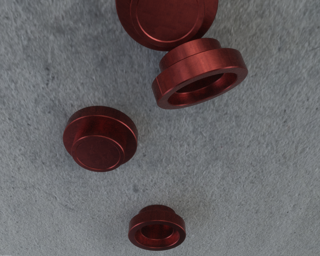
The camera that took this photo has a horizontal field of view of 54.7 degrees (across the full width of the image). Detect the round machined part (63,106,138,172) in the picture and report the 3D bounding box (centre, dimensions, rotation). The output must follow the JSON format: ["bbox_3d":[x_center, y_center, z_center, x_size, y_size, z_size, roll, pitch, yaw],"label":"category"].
[{"bbox_3d":[-0.080,0.022,0.413,0.099,0.042,0.097,-1,130,0],"label":"round machined part"}]

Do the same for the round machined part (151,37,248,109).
[{"bbox_3d":[0.037,-0.058,0.326,0.099,0.042,0.098,-18,168,-4],"label":"round machined part"}]

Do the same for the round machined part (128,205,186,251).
[{"bbox_3d":[-0.005,0.171,0.542,0.099,0.042,0.097,-1,130,0],"label":"round machined part"}]

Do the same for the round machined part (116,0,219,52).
[{"bbox_3d":[0.007,-0.117,0.296,0.099,0.042,0.097,-1,130,0],"label":"round machined part"}]
